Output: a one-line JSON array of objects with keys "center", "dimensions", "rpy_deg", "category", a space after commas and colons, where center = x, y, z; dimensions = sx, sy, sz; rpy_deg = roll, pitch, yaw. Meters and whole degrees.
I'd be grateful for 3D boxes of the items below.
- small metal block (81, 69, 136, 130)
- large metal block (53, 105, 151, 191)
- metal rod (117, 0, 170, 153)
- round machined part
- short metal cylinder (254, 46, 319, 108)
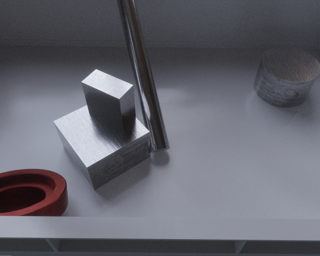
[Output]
[{"center": [-0.057, -0.032, 0.350], "dimensions": [0.050, 0.050, 0.025], "rpy_deg": [25, 54, 19], "category": "small metal block"}, {"center": [-0.068, 0.014, 0.376], "dimensions": [0.081, 0.050, 0.080], "rpy_deg": [-30, 57, -23], "category": "large metal block"}, {"center": [-0.033, -0.115, 0.415], "dimensions": [0.025, 0.025, 0.299], "rpy_deg": [-11, 78, -10], "category": "metal rod"}, {"center": [-0.142, 0.081, 0.306], "dimensions": [0.099, 0.042, 0.098], "rpy_deg": [0, 18, 0], "category": "round machined part"}, {"center": [0.184, -0.076, 0.455], "dimensions": [0.081, 0.050, 0.080], "rpy_deg": [0, 50, 0], "category": "short metal cylinder"}]
